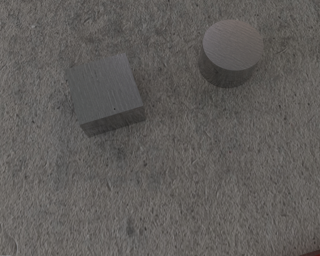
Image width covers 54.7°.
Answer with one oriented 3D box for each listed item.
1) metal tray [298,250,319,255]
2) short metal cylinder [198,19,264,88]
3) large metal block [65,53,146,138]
[{"bbox_3d":[0.180,0.205,0.331,0.091,0.030,0.130,-14,71,-5],"label":"metal tray"},{"bbox_3d":[0.097,-0.103,0.433,0.081,0.050,0.080,0,70,0],"label":"short metal cylinder"},{"bbox_3d":[-0.071,-0.043,0.410,0.081,0.050,0.080,-17,71,-6],"label":"large metal block"}]
